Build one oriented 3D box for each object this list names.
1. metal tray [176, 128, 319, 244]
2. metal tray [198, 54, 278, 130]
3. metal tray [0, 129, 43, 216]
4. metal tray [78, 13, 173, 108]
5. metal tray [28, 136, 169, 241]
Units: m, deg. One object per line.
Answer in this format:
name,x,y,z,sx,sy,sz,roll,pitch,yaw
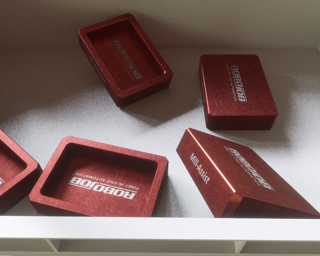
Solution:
metal tray,0.077,0.049,0.303,0.091,0.030,0.130,18,18,-20
metal tray,0.108,-0.056,0.450,0.091,0.030,0.130,0,50,-1
metal tray,-0.211,0.045,0.361,0.130,0.030,0.090,33,57,24
metal tray,-0.052,-0.103,0.461,0.091,0.030,0.130,-27,74,-20
metal tray,-0.064,0.063,0.347,0.131,0.030,0.090,12,51,9
